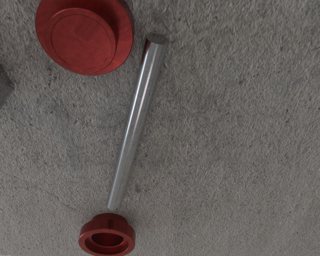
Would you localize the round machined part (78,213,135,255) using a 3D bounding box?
[{"bbox_3d":[-0.093,0.190,0.557,0.099,0.042,0.097,0,130,0],"label":"round machined part"}]

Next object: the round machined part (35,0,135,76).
[{"bbox_3d":[-0.076,-0.095,0.314,0.099,0.042,0.097,0,130,0],"label":"round machined part"}]

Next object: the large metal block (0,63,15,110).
[{"bbox_3d":[-0.225,-0.057,0.340,0.080,0.050,0.080,-9,130,7],"label":"large metal block"}]

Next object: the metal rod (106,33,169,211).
[{"bbox_3d":[-0.039,0.016,0.420,0.025,0.025,0.298,11,129,-9],"label":"metal rod"}]
